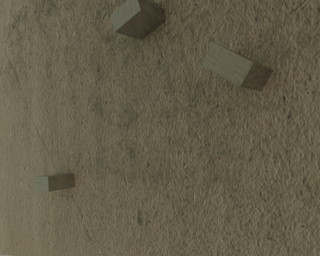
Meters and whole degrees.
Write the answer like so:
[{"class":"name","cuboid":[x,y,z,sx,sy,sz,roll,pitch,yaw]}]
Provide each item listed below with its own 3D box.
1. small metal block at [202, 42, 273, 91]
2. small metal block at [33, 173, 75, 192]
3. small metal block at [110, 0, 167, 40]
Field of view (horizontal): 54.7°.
[{"class":"small metal block","cuboid":[0.081,-0.063,0.322,0.050,0.050,0.025,39,114,33]},{"class":"small metal block","cuboid":[-0.186,0.095,0.543,0.050,0.050,0.025,-8,85,40]},{"class":"small metal block","cuboid":[-0.028,-0.146,0.412,0.050,0.050,0.025,-26,74,37]}]
